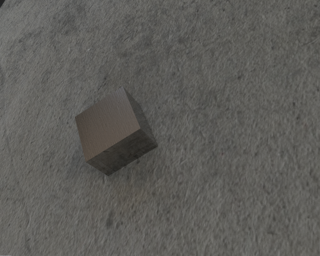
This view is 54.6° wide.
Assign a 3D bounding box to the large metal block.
[{"bbox_3d":[-0.060,0.004,0.418,0.080,0.050,0.080,-31,52,8],"label":"large metal block"}]
